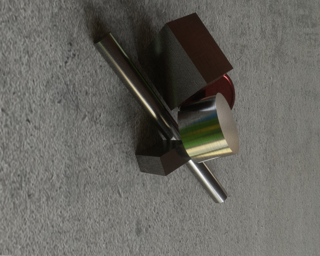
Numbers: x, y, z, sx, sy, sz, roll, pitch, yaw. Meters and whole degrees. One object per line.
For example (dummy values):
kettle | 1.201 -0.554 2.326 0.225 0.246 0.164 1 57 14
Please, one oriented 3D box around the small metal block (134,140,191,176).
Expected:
small metal block | 0.005 0.036 0.397 0.050 0.050 0.025 -27 107 -38

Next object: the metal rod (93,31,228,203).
metal rod | 0.015 0.003 0.421 0.025 0.025 0.300 -53 121 -27

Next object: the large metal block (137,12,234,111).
large metal block | 0.028 -0.079 0.382 0.050 0.080 0.080 -33 89 -34

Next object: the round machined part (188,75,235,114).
round machined part | 0.074 -0.049 0.459 0.099 0.042 0.097 0 90 -40

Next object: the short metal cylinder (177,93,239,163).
short metal cylinder | 0.063 0.000 0.397 0.080 0.050 0.080 43 39 -47
